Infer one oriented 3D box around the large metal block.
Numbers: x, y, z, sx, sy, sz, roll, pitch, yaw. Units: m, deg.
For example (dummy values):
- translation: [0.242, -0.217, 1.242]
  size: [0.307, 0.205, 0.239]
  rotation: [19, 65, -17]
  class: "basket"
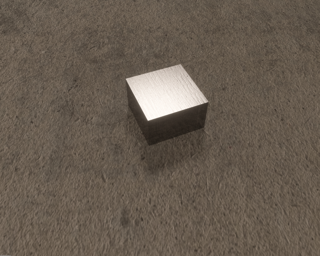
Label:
- translation: [0.007, -0.033, 0.415]
  size: [0.081, 0.050, 0.080]
  rotation: [-18, 53, -15]
  class: "large metal block"
